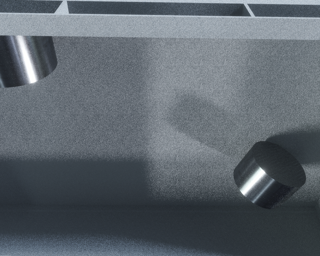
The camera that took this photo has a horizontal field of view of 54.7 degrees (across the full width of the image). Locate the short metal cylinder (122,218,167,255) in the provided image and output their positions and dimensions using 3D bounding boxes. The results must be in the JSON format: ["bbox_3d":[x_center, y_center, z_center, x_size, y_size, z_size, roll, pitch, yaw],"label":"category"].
[{"bbox_3d":[-0.027,0.211,0.574,0.081,0.050,0.079,0,130,0],"label":"short metal cylinder"}]

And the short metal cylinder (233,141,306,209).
[{"bbox_3d":[0.150,0.064,0.429,0.081,0.080,0.050,16,128,-14],"label":"short metal cylinder"}]

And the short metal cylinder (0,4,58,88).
[{"bbox_3d":[-0.147,-0.082,0.302,0.081,0.080,0.050,1,130,-1],"label":"short metal cylinder"}]
